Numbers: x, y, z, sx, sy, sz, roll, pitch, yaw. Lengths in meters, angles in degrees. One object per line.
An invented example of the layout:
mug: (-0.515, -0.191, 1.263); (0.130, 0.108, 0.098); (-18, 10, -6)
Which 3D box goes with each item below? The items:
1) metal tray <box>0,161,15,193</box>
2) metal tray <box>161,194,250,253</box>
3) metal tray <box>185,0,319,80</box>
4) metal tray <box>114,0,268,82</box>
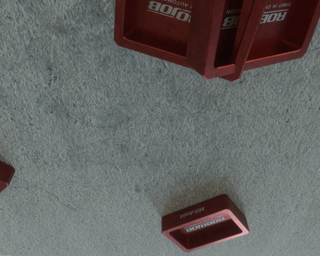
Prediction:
metal tray: (-0.297, 0.083, 0.470); (0.130, 0.030, 0.090); (-36, 122, 26)
metal tray: (0.079, 0.173, 0.551); (0.130, 0.030, 0.090); (-26, 126, 20)
metal tray: (0.090, -0.101, 0.278); (0.131, 0.030, 0.089); (-16, 132, -24)
metal tray: (0.024, -0.105, 0.283); (0.130, 0.030, 0.089); (20, 131, 11)
